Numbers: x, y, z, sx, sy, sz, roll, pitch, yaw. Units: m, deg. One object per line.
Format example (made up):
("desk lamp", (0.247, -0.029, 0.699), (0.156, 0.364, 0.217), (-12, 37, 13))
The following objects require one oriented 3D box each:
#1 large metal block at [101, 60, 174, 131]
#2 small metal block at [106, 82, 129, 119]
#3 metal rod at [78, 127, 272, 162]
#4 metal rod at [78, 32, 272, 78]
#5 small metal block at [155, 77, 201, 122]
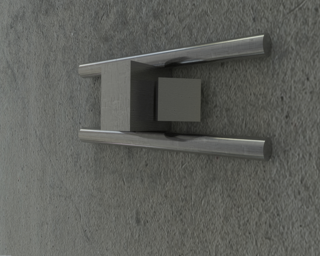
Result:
("large metal block", (-0.027, -0.037, 0.394), (0.050, 0.081, 0.079), (1, 91, 40))
("small metal block", (-0.059, -0.037, 0.435), (0.025, 0.050, 0.050), (1, 91, 0))
("metal rod", (-0.006, 0.016, 0.410), (0.300, 0.025, 0.025), (3, 92, 39))
("metal rod", (-0.007, -0.089, 0.410), (0.300, 0.025, 0.025), (2, 91, 39))
("small metal block", (0.021, -0.033, 0.370), (0.025, 0.050, 0.050), (-178, 89, -81))
